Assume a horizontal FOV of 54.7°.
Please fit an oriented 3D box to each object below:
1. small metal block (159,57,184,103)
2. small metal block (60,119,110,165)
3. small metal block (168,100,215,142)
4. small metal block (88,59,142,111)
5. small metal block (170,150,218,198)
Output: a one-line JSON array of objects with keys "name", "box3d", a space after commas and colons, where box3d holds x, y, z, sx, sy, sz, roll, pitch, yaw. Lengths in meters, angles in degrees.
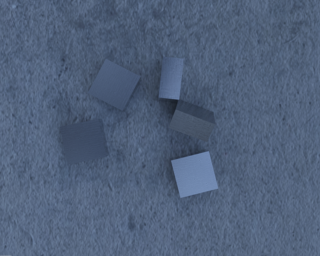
[{"name": "small metal block", "box3d": [0.013, -0.060, 0.398, 0.025, 0.050, 0.050, 6, 90, 0]}, {"name": "small metal block", "box3d": [-0.099, 0.018, 0.409, 0.050, 0.025, 0.050, -12, 90, -1]}, {"name": "small metal block", "box3d": [0.041, -0.011, 0.395, 0.050, 0.050, 0.025, 21, 111, -1]}, {"name": "small metal block", "box3d": [-0.059, -0.055, 0.409, 0.050, 0.025, 0.050, 27, 90, -1]}, {"name": "small metal block", "box3d": [0.045, 0.060, 0.411, 0.050, 0.025, 0.050, -14, 90, -1]}]
